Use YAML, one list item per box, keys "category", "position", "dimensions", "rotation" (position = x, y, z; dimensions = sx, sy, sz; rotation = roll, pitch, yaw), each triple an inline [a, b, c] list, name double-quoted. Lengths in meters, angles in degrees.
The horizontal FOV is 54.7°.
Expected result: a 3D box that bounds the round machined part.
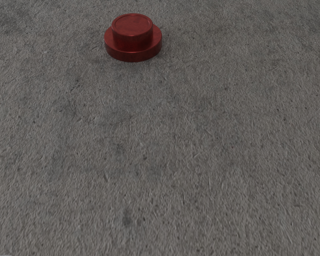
- category: "round machined part"
  position: [-0.046, -0.158, 0.525]
  dimensions: [0.099, 0.042, 0.098]
  rotation: [0, 50, 0]
